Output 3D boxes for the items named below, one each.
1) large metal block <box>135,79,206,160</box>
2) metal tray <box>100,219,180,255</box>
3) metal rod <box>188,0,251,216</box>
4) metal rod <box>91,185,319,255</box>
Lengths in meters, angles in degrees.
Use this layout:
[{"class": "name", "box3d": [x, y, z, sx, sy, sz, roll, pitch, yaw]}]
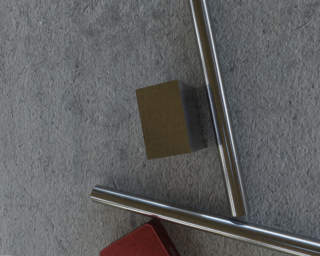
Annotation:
[{"class": "large metal block", "box3d": [0.016, -0.009, 0.373, 0.050, 0.080, 0.080, -11, 86, 19]}, {"class": "metal tray", "box3d": [-0.010, 0.199, 0.409, 0.090, 0.030, 0.130, -35, 79, 16]}, {"class": "metal rod", "box3d": [0.070, -0.043, 0.383, 0.025, 0.025, 0.298, -12, 86, 19]}, {"class": "metal rod", "box3d": [0.049, 0.116, 0.391, 0.301, 0.025, 0.025, 9, 93, 19]}]
